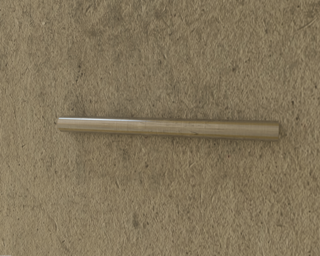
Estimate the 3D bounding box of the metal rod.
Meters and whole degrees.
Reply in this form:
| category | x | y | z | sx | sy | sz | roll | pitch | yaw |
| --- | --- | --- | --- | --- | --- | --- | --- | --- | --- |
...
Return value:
| category | x | y | z | sx | sy | sz | roll | pitch | yaw |
| --- | --- | --- | --- | --- | --- | --- | --- | --- | --- |
| metal rod | -0.003 | -0.001 | 0.412 | 0.301 | 0.025 | 0.025 | 2 | 91 | 20 |
